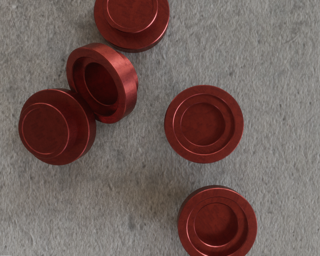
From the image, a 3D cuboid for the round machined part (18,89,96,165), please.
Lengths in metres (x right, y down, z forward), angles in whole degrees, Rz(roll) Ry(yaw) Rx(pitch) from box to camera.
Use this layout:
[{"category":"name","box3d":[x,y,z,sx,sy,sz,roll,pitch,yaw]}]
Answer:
[{"category":"round machined part","box3d":[-0.134,0.000,0.386,0.098,0.042,0.097,2,101,13]}]

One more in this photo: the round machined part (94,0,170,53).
[{"category":"round machined part","box3d":[-0.037,-0.151,0.401,0.099,0.042,0.097,0,90,-1]}]

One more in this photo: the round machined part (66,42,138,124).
[{"category":"round machined part","box3d":[-0.066,-0.058,0.383,0.098,0.098,0.042,52,48,-1]}]

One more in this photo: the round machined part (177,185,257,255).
[{"category":"round machined part","box3d":[0.071,0.123,0.403,0.099,0.042,0.097,0,90,-1]}]

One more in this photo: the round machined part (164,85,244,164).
[{"category":"round machined part","box3d":[0.054,-0.005,0.402,0.099,0.042,0.097,0,90,-1]}]
